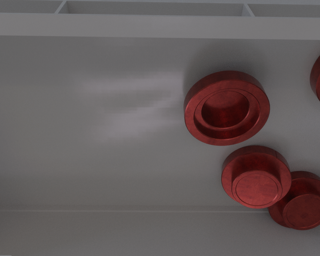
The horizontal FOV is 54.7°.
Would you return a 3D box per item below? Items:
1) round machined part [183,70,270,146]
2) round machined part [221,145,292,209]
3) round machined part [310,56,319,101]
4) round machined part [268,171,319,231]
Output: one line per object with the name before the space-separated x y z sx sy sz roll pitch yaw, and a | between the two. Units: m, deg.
round machined part | 0.078 -0.027 0.375 0.099 0.042 0.097 0 130 0
round machined part | 0.139 0.077 0.448 0.098 0.042 0.097 6 119 10
round machined part | 0.229 -0.056 0.352 0.099 0.042 0.097 0 130 0
round machined part | 0.220 0.120 0.485 0.099 0.042 0.097 0 113 1
